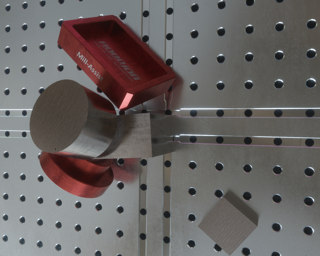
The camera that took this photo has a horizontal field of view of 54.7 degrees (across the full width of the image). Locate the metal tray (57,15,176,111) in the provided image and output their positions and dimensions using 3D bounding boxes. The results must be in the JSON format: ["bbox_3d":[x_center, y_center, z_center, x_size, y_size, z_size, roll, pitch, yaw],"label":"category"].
[{"bbox_3d":[-0.054,-0.088,0.394,0.130,0.091,0.030,47,134,14],"label":"metal tray"}]

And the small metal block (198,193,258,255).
[{"bbox_3d":[0.084,0.118,0.383,0.050,0.025,0.050,41,102,15],"label":"small metal block"}]

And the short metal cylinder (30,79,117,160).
[{"bbox_3d":[-0.095,-0.007,0.344,0.080,0.050,0.080,-8,72,25],"label":"short metal cylinder"}]

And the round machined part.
[{"bbox_3d":[-0.102,0.042,0.408,0.098,0.098,0.042,42,105,15],"label":"round machined part"}]

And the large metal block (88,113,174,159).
[{"bbox_3d":[-0.034,0.010,0.395,0.080,0.080,0.050,-3,89,19],"label":"large metal block"}]
